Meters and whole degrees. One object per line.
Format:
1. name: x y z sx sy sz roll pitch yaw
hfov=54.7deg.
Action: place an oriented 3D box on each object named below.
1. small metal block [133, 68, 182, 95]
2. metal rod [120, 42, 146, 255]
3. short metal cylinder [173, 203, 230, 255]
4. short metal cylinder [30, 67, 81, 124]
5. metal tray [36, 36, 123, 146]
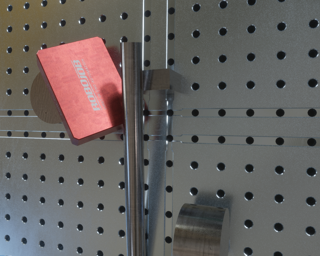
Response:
1. small metal block: -0.003 -0.059 0.400 0.050 0.050 0.025 -1 90 20
2. metal rod: -0.033 0.046 0.391 0.025 0.025 0.298 4 104 20
3. short metal cylinder: 0.051 0.132 0.365 0.050 0.080 0.079 2 91 20
4. short metal cylinder: -0.137 -0.046 0.447 0.080 0.050 0.079 0 90 20
5. metal tray: -0.097 -0.052 0.416 0.091 0.030 0.130 -22 80 -24
